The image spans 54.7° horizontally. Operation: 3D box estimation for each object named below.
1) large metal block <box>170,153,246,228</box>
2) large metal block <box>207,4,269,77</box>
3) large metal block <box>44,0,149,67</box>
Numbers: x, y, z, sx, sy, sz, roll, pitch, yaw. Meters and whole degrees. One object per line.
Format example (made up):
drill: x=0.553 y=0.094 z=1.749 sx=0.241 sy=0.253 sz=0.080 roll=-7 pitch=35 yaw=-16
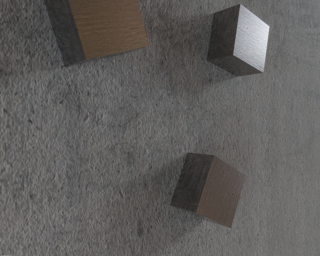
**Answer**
large metal block: x=0.071 y=0.090 z=0.448 sx=0.080 sy=0.050 sz=0.080 roll=33 pitch=70 yaw=-35
large metal block: x=0.126 y=-0.135 z=0.493 sx=0.081 sy=0.050 sz=0.080 roll=16 pitch=80 yaw=-39
large metal block: x=-0.067 y=-0.116 z=0.332 sx=0.081 sy=0.050 sz=0.080 roll=-24 pitch=106 yaw=-37
